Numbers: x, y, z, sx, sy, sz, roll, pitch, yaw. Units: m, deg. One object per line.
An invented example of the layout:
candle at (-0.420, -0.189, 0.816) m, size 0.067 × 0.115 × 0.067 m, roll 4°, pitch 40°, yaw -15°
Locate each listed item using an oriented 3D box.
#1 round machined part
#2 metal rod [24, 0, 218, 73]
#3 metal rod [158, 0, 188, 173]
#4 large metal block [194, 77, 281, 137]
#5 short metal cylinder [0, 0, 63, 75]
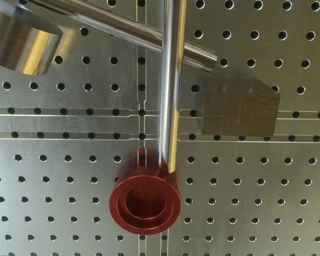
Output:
round machined part at (-0.020, 0.099, 0.440) m, size 0.099 × 0.042 × 0.097 m, roll 0°, pitch 111°, yaw 0°
metal rod at (-0.075, -0.131, 0.364) m, size 0.302 × 0.025 × 0.025 m, roll 20°, pitch 109°, yaw -8°
metal rod at (0.014, -0.073, 0.361) m, size 0.025 × 0.025 × 0.298 m, roll 2°, pitch 120°, yaw -1°
large metal block at (0.088, -0.028, 0.375) m, size 0.081 × 0.080 × 0.050 m, roll 2°, pitch 110°, yaw -1°
short metal cylinder at (-0.157, -0.101, 0.345) m, size 0.080 × 0.080 × 0.050 m, roll 26°, pitch 108°, yaw -10°
